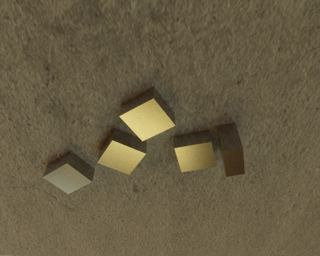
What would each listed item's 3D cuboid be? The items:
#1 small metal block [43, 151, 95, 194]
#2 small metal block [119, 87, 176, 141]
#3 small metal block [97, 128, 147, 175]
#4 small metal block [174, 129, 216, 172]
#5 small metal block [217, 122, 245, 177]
[{"bbox_3d":[-0.135,0.068,0.463,0.050,0.025,0.050,-29,125,22],"label":"small metal block"},{"bbox_3d":[-0.015,-0.017,0.393,0.050,0.025,0.050,-26,126,20],"label":"small metal block"},{"bbox_3d":[-0.053,0.034,0.435,0.050,0.025,0.050,24,126,-20],"label":"small metal block"},{"bbox_3d":[0.049,0.033,0.436,0.050,0.025,0.050,-11,130,8],"label":"small metal block"},{"bbox_3d":[0.095,0.029,0.417,0.025,0.050,0.050,-10,130,8],"label":"small metal block"}]
